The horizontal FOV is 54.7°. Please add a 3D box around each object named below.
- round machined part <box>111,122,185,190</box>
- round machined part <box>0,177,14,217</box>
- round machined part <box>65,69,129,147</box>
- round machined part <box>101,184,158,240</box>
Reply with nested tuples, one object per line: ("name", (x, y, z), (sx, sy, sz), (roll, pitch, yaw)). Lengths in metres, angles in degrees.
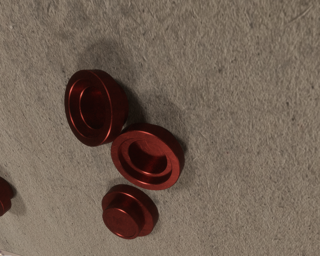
("round machined part", (-0.013, 0.034, 0.419), (0.098, 0.042, 0.097), (12, 126, 17))
("round machined part", (-0.358, 0.140, 0.667), (0.098, 0.042, 0.097), (13, 124, 20))
("round machined part", (-0.079, -0.027, 0.404), (0.098, 0.042, 0.097), (10, 106, 40))
("round machined part", (-0.056, 0.145, 0.513), (0.098, 0.042, 0.097), (13, 124, 20))
